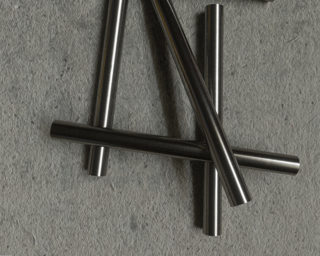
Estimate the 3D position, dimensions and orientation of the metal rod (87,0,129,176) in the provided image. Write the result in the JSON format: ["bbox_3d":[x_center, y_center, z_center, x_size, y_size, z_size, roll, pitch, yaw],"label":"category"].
[{"bbox_3d":[-0.065,-0.087,0.409,0.025,0.025,0.298,7,90,0],"label":"metal rod"}]

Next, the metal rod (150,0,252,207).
[{"bbox_3d":[0.042,-0.053,0.378,0.025,0.025,0.299,-20,77,0],"label":"metal rod"}]

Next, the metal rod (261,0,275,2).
[{"bbox_3d":[0.004,-0.202,0.390,0.302,0.025,0.025,8,90,-8],"label":"metal rod"}]

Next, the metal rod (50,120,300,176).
[{"bbox_3d":[0.018,0.024,0.383,0.302,0.025,0.025,9,90,0],"label":"metal rod"}]

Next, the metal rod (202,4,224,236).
[{"bbox_3d":[0.070,-0.010,0.410,0.025,0.025,0.298,1,90,0],"label":"metal rod"}]
